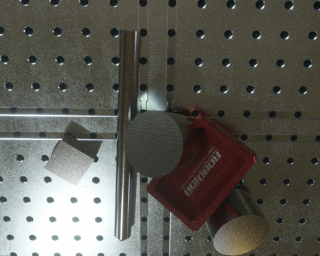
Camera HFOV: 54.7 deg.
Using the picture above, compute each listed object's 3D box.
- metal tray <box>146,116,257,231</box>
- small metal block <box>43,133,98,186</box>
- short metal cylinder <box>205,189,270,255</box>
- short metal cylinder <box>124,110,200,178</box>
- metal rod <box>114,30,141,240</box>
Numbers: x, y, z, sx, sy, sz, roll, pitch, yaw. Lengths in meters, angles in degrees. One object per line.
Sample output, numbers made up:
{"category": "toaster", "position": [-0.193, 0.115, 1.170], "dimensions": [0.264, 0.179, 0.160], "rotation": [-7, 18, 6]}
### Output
{"category": "metal tray", "position": [0.053, 0.060, 0.414], "dimensions": [0.090, 0.030, 0.129], "rotation": [39, 107, 13]}
{"category": "small metal block", "position": [-0.123, 0.044, 0.428], "dimensions": [0.050, 0.025, 0.050], "rotation": [33, 107, -12]}
{"category": "short metal cylinder", "position": [0.106, 0.134, 0.440], "dimensions": [0.081, 0.050, 0.079], "rotation": [-6, 121, -9]}
{"category": "short metal cylinder", "position": [0.003, 0.019, 0.387], "dimensions": [0.080, 0.050, 0.080], "rotation": [0, 89, 29]}
{"category": "metal rod", "position": [-0.046, 0.023, 0.421], "dimensions": [0.025, 0.025, 0.298], "rotation": [4, 110, -2]}
